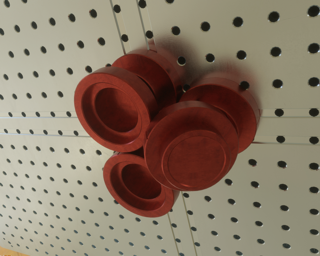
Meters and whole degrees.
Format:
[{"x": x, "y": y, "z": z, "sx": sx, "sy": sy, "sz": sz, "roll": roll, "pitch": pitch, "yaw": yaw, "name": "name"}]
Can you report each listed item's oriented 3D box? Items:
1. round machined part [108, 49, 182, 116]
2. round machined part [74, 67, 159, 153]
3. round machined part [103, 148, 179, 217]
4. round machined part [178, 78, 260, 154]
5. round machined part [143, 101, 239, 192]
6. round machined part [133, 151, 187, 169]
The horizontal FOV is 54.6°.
[{"x": -0.025, "y": -0.045, "z": 0.388, "sx": 0.098, "sy": 0.042, "sz": 0.097, "roll": 13, "pitch": 124, "yaw": 21, "name": "round machined part"}, {"x": -0.045, "y": -0.024, "z": 0.355, "sx": 0.098, "sy": 0.042, "sz": 0.097, "roll": 13, "pitch": 124, "yaw": 21, "name": "round machined part"}, {"x": -0.020, "y": 0.062, "z": 0.395, "sx": 0.098, "sy": 0.042, "sz": 0.097, "roll": 13, "pitch": 124, "yaw": 21, "name": "round machined part"}, {"x": 0.063, "y": -0.006, "z": 0.364, "sx": 0.098, "sy": 0.042, "sz": 0.097, "roll": 13, "pitch": 124, "yaw": 21, "name": "round machined part"}, {"x": 0.033, "y": 0.025, "z": 0.316, "sx": 0.099, "sy": 0.042, "sz": 0.097, "roll": -3, "pitch": 114, "yaw": -6, "name": "round machined part"}, {"x": -0.002, "y": 0.042, "z": 0.428, "sx": 0.098, "sy": 0.042, "sz": 0.097, "roll": 13, "pitch": 124, "yaw": 21, "name": "round machined part"}]
